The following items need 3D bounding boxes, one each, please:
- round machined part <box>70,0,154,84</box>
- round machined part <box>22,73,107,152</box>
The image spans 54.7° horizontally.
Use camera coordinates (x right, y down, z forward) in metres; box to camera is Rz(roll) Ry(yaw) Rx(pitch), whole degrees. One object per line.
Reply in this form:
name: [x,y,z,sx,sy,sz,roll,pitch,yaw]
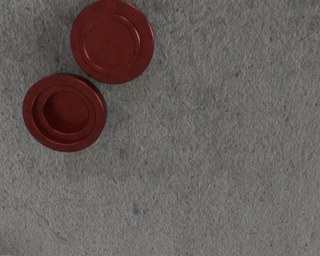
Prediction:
round machined part: [-0.056,-0.099,0.364,0.099,0.042,0.097,0,110,0]
round machined part: [-0.116,-0.022,0.391,0.099,0.042,0.097,0,110,0]
